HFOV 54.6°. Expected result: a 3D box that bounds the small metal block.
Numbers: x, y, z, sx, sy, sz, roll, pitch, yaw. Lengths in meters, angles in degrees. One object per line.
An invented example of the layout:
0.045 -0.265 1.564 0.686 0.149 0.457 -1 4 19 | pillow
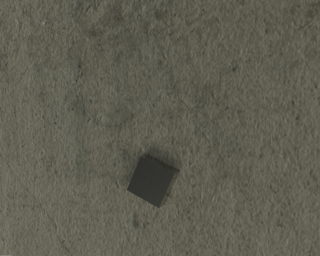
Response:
-0.009 0.070 0.412 0.050 0.025 0.050 26 98 18 | small metal block
